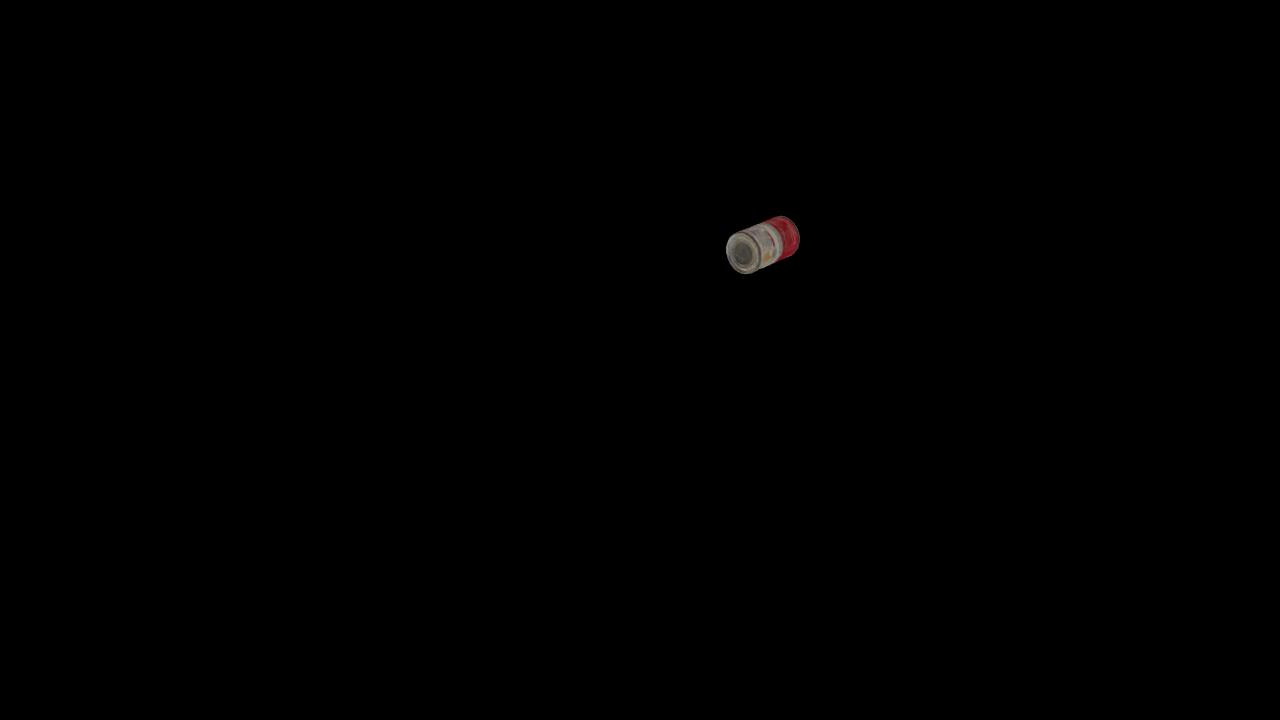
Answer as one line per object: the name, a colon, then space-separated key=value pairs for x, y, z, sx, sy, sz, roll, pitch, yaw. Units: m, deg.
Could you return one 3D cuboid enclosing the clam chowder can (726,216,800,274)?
clam chowder can: x=0.190 y=-0.178 z=0.953 sx=0.102 sy=0.068 sz=0.068 roll=-27 pitch=16 yaw=-36
